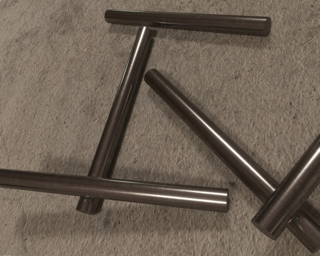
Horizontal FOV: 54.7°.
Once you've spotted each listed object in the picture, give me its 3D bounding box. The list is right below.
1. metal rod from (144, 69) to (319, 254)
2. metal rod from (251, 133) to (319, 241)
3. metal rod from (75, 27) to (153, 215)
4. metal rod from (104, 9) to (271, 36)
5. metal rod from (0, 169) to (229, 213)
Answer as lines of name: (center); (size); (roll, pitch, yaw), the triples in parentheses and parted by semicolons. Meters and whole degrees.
metal rod: (0.064, 0.012, 0.361); (0.025, 0.025, 0.300); (-41, 51, 0)
metal rod: (0.189, -0.019, 0.297); (0.301, 0.025, 0.025); (-47, 51, -12)
metal rod: (-0.058, -0.026, 0.448); (0.025, 0.025, 0.300); (1, 62, 28)
metal rod: (0.024, -0.172, 0.494); (0.300, 0.025, 0.025); (17, 71, 34)
metal rod: (-0.073, 0.071, 0.368); (0.301, 0.025, 0.025); (2, 62, 18)
